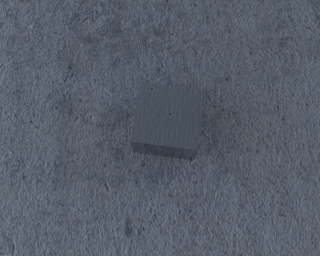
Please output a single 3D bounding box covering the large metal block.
[{"bbox_3d":[0.010,-0.008,0.399,0.080,0.050,0.080,7,70,2],"label":"large metal block"}]
